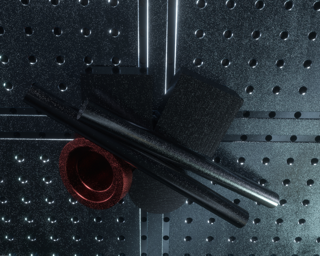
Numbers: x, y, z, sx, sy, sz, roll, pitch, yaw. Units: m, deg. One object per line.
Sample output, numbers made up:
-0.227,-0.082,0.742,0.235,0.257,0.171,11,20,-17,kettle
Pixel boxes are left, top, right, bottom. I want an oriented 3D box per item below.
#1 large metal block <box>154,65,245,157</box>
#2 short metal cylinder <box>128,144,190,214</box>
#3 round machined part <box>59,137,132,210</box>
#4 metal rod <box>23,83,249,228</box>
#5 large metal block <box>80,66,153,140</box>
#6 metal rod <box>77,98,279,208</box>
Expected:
0.044,-0.022,0.387,0.080,0.050,0.080,23,108,-9,large metal block
-0.001,0.068,0.420,0.081,0.050,0.079,0,110,0,short metal cylinder
-0.080,0.053,0.407,0.098,0.042,0.097,7,108,22,round machined part
-0.017,0.040,0.369,0.301,0.025,0.025,32,107,-13,metal rod
-0.049,-0.031,0.381,0.081,0.050,0.079,1,110,-1,large metal block
0.041,0.042,0.385,0.301,0.025,0.025,27,108,-25,metal rod
